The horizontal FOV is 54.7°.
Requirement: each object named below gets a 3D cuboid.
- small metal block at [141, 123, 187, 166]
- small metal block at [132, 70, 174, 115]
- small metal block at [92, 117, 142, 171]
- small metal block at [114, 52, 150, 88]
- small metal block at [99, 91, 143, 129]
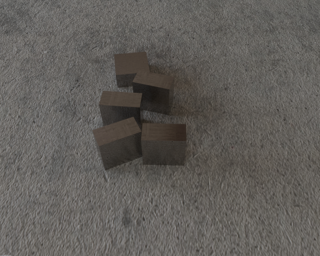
[{"bbox_3d":[0.005,0.020,0.370,0.050,0.050,0.025,1,50,1],"label":"small metal block"},{"bbox_3d":[-0.008,-0.048,0.427,0.050,0.050,0.025,13,51,10],"label":"small metal block"},{"bbox_3d":[-0.049,0.019,0.370,0.050,0.050,0.025,-19,53,-16],"label":"small metal block"},{"bbox_3d":[-0.043,-0.091,0.479,0.050,0.025,0.050,-6,50,-6],"label":"small metal block"},{"bbox_3d":[-0.048,-0.020,0.403,0.050,0.050,0.025,4,50,3],"label":"small metal block"}]
